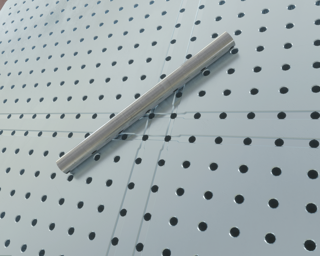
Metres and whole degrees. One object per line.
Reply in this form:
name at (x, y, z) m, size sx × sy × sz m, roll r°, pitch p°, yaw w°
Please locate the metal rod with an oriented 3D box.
metal rod at (-0.022, -0.034, 0.441) m, size 0.300 × 0.025 × 0.025 m, roll -37°, pitch 51°, yaw 3°
